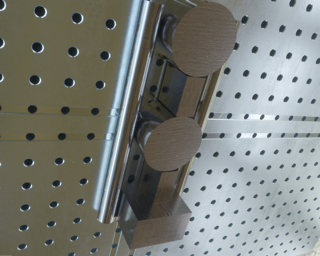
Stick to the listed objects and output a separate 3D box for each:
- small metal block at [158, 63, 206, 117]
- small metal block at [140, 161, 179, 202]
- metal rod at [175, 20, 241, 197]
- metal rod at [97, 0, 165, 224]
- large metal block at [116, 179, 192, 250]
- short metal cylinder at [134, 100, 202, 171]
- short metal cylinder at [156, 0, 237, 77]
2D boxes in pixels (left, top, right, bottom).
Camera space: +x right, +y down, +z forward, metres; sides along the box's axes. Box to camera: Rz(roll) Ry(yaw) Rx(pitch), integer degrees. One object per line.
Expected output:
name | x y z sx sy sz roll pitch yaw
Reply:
small metal block | 0.025 -0.047 0.378 0.025 0.050 0.050 1 118 -29
small metal block | -0.003 0.067 0.434 0.025 0.050 0.050 0 118 -29
metal rod | 0.050 -0.002 0.436 0.025 0.025 0.298 1 118 -29
metal rod | -0.042 -0.001 0.386 0.025 0.025 0.298 1 118 -29
large metal block | -0.014 0.117 0.440 0.081 0.080 0.050 1 118 -29
short metal cylinder | 0.007 0.009 0.404 0.081 0.050 0.079 -14 124 -21
short metal cylinder | 0.038 -0.104 0.351 0.081 0.050 0.079 -14 124 -21
